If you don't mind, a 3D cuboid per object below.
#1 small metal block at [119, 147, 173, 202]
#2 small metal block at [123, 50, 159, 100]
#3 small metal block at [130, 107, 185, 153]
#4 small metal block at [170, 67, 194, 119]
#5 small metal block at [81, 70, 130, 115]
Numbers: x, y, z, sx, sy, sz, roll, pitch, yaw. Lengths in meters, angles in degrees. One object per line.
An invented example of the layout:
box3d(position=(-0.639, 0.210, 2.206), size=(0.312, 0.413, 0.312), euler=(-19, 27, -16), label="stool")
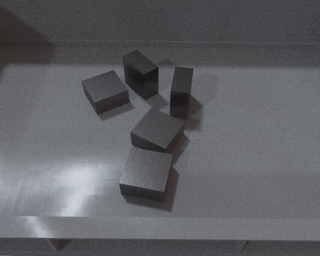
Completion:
box3d(position=(-0.015, 0.054, 0.360), size=(0.050, 0.025, 0.050), euler=(10, 51, 7), label="small metal block")
box3d(position=(-0.028, -0.077, 0.453), size=(0.025, 0.050, 0.050), euler=(-32, 57, -24), label="small metal block")
box3d(position=(-0.002, 0.007, 0.400), size=(0.050, 0.025, 0.050), euler=(25, 54, 19), label="small metal block")
box3d(position=(0.030, -0.049, 0.430), size=(0.025, 0.050, 0.050), euler=(7, 50, 5), label="small metal block")
box3d(position=(-0.079, -0.052, 0.448), size=(0.050, 0.025, 0.050), euler=(-23, 54, -19), label="small metal block")
